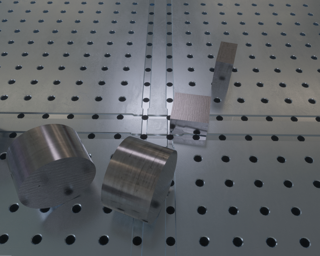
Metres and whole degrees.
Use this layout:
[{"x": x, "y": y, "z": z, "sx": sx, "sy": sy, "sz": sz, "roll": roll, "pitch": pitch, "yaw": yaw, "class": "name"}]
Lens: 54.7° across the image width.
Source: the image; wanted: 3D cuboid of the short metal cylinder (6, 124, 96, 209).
[{"x": -0.117, "y": 0.042, "z": 0.336, "sx": 0.081, "sy": 0.080, "sz": 0.050, "roll": -24, "pitch": 54, "yaw": -19, "class": "short metal cylinder"}]

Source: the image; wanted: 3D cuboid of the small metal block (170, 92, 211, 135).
[{"x": 0.042, "y": -0.020, "z": 0.425, "sx": 0.050, "sy": 0.025, "sz": 0.050, "roll": 7, "pitch": 50, "yaw": 6, "class": "small metal block"}]

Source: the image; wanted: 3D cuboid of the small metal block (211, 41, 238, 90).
[{"x": 0.098, "y": -0.095, "z": 0.472, "sx": 0.025, "sy": 0.050, "sz": 0.050, "roll": 12, "pitch": 51, "yaw": 10, "class": "small metal block"}]

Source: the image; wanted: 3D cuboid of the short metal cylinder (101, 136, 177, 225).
[{"x": -0.019, "y": 0.054, "z": 0.327, "sx": 0.050, "sy": 0.080, "sz": 0.080, "roll": 18, "pitch": 52, "yaw": 14, "class": "short metal cylinder"}]
